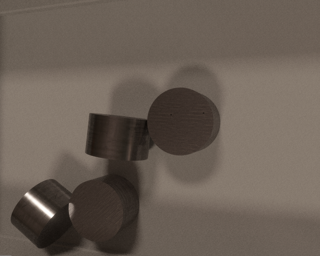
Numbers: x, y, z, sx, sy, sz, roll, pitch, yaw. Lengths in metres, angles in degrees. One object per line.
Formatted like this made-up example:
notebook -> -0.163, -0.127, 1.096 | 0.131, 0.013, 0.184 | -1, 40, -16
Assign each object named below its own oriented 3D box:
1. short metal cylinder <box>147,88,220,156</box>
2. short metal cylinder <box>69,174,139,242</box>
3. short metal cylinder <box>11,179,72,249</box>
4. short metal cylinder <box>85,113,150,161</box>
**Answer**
short metal cylinder -> 0.031, -0.008, 0.386 | 0.080, 0.050, 0.079 | 0, 90, 19
short metal cylinder -> -0.075, 0.107, 0.423 | 0.080, 0.050, 0.079 | 0, 90, 19
short metal cylinder -> -0.157, 0.119, 0.435 | 0.050, 0.080, 0.080 | 34, 101, 17
short metal cylinder -> -0.053, 0.010, 0.399 | 0.080, 0.080, 0.050 | 8, 93, 19
